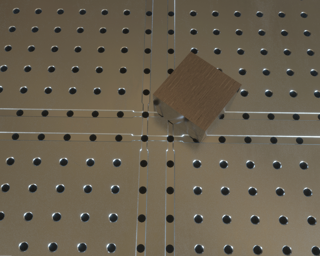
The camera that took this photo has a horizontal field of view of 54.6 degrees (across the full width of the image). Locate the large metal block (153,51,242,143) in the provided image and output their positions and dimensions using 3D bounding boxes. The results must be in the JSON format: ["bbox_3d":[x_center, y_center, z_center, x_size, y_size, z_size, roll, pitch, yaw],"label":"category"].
[{"bbox_3d":[0.048,-0.040,0.413,0.080,0.050,0.080,36,74,12],"label":"large metal block"}]
